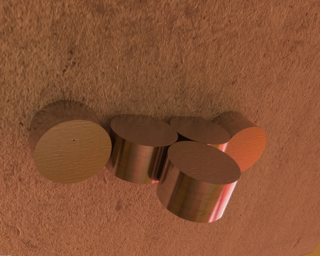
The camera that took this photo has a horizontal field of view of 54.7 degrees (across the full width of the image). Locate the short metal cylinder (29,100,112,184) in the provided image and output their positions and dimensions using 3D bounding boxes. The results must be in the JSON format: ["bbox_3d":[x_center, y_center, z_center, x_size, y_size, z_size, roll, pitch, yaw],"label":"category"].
[{"bbox_3d":[-0.101,0.015,0.346,0.081,0.050,0.079,-14,125,-21],"label":"short metal cylinder"}]

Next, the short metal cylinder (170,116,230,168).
[{"bbox_3d":[0.047,0.023,0.413,0.081,0.080,0.050,0,118,-29],"label":"short metal cylinder"}]

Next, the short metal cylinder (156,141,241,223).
[{"bbox_3d":[0.041,0.056,0.340,0.081,0.080,0.050,0,119,-29],"label":"short metal cylinder"}]

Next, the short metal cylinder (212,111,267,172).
[{"bbox_3d":[0.111,0.021,0.465,0.081,0.050,0.079,-14,125,-21],"label":"short metal cylinder"}]

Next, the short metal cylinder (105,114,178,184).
[{"bbox_3d":[-0.024,0.023,0.374,0.081,0.080,0.050,0,118,-29],"label":"short metal cylinder"}]
